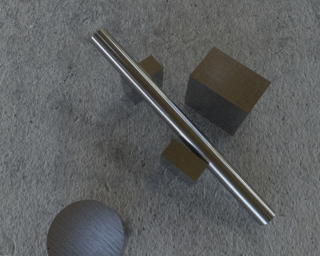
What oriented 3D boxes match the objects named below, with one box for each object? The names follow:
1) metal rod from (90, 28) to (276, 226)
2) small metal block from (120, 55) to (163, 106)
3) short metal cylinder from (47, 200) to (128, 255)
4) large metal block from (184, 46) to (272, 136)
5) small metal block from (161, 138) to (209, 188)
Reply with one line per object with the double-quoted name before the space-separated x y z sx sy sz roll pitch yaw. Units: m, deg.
"metal rod" 0.027 -0.002 0.374 0.025 0.025 0.300 -42 89 -14
"small metal block" -0.023 -0.063 0.418 0.050 0.050 0.025 -37 74 -12
"short metal cylinder" -0.078 0.124 0.349 0.081 0.050 0.080 0 70 0
"large metal block" 0.081 -0.044 0.396 0.080 0.080 0.050 36 74 12
"small metal block" 0.028 0.045 0.379 0.050 0.050 0.025 37 74 12
